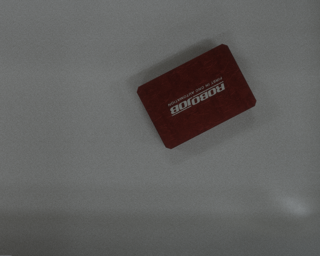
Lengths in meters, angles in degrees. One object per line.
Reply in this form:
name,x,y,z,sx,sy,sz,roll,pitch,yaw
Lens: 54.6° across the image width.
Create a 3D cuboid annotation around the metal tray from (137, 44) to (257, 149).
metal tray,0.047,-0.040,0.409,0.130,0.030,0.090,-27,90,0
